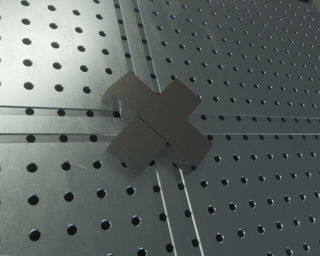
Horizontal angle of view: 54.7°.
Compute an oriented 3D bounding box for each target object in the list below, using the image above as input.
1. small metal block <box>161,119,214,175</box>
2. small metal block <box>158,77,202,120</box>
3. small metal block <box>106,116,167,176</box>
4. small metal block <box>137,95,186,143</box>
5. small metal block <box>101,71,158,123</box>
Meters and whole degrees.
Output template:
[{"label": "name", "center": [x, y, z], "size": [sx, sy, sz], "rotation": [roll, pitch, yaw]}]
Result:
[{"label": "small metal block", "center": [0.036, 0.025, 0.413], "size": [0.050, 0.025, 0.050], "rotation": [42, 51, 0]}, {"label": "small metal block", "center": [0.025, -0.037, 0.445], "size": [0.050, 0.025, 0.050], "rotation": [42, 51, 0]}, {"label": "small metal block", "center": [-0.028, 0.021, 0.381], "size": [0.050, 0.025, 0.050], "rotation": [42, 51, 0]}, {"label": "small metal block", "center": [-0.002, -0.008, 0.412], "size": [0.050, 0.025, 0.050], "rotation": [42, 51, 0]}, {"label": "small metal block", "center": [-0.040, -0.041, 0.413], "size": [0.050, 0.025, 0.050], "rotation": [42, 51, 0]}]
